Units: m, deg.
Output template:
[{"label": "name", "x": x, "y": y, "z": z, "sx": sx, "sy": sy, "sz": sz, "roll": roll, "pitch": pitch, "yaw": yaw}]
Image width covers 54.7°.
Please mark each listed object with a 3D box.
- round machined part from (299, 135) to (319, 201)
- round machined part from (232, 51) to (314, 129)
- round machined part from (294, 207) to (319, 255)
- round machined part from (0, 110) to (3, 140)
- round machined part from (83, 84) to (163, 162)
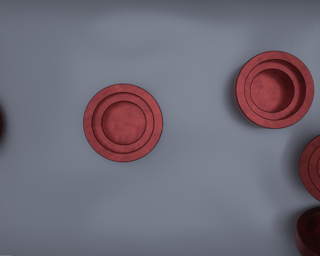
[{"label": "round machined part", "x": 0.231, "y": 0.050, "z": 0.394, "sx": 0.098, "sy": 0.042, "sz": 0.097, "roll": 0, "pitch": 89, "yaw": 26}, {"label": "round machined part", "x": 0.143, "y": -0.048, "z": 0.405, "sx": 0.099, "sy": 0.042, "sz": 0.097, "roll": 0, "pitch": 90, "yaw": -1}, {"label": "round machined part", "x": 0.220, "y": 0.147, "z": 0.385, "sx": 0.099, "sy": 0.098, "sz": 0.042, "roll": -5, "pitch": 119, "yaw": -1}, {"label": "round machined part", "x": -0.253, "y": -0.004, "z": 0.382, "sx": 0.042, "sy": 0.099, "sz": 0.097, "roll": -7, "pitch": 90, "yaw": 39}, {"label": "round machined part", "x": -0.045, "y": -0.006, "z": 0.402, "sx": 0.099, "sy": 0.042, "sz": 0.097, "roll": 0, "pitch": 90, "yaw": -1}]
